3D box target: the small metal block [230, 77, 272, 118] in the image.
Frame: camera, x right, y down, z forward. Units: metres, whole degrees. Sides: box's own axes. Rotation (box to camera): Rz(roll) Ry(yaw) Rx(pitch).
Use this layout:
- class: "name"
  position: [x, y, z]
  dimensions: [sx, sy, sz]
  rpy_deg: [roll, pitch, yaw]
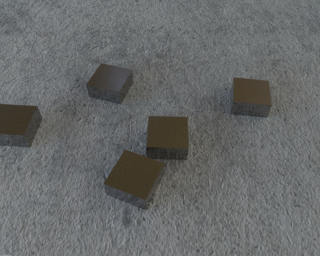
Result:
- class: "small metal block"
  position: [0.128, -0.044, 0.441]
  dimensions: [0.050, 0.025, 0.050]
  rpy_deg: [7, 50, 5]

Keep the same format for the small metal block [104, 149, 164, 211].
- class: "small metal block"
  position: [-0.028, 0.058, 0.354]
  dimensions: [0.050, 0.025, 0.050]
  rpy_deg: [18, 52, 14]

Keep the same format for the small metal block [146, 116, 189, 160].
- class: "small metal block"
  position: [0.010, 0.012, 0.393]
  dimensions: [0.050, 0.025, 0.050]
  rpy_deg: [2, 50, 1]

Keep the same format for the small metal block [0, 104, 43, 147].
- class: "small metal block"
  position: [-0.190, -0.004, 0.405]
  dimensions: [0.050, 0.025, 0.050]
  rpy_deg: [3, 50, 3]

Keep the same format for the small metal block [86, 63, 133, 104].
- class: "small metal block"
  position: [-0.073, -0.066, 0.458]
  dimensions: [0.050, 0.025, 0.050]
  rpy_deg: [14, 51, 11]
